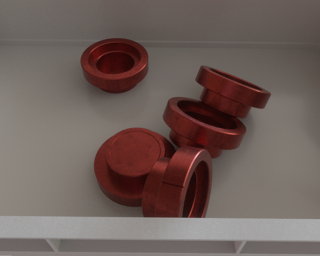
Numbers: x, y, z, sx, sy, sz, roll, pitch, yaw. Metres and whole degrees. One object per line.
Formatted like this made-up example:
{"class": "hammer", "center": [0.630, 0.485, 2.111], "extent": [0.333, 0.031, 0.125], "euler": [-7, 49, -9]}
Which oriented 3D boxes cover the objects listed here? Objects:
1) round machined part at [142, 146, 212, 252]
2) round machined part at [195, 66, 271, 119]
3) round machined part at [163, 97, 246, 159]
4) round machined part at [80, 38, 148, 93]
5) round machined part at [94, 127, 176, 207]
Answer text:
{"class": "round machined part", "center": [0.016, 0.065, 0.305], "extent": [0.042, 0.098, 0.098], "euler": [9, 49, 25]}
{"class": "round machined part", "center": [0.092, -0.046, 0.414], "extent": [0.099, 0.042, 0.098], "euler": [19, 18, -6]}
{"class": "round machined part", "center": [0.050, 0.002, 0.375], "extent": [0.099, 0.042, 0.098], "euler": [17, 21, -7]}
{"class": "round machined part", "center": [-0.067, -0.090, 0.469], "extent": [0.099, 0.042, 0.098], "euler": [0, 50, 0]}
{"class": "round machined part", "center": [-0.028, 0.038, 0.362], "extent": [0.099, 0.042, 0.098], "euler": [0, 50, 0]}
